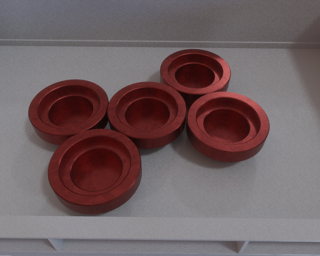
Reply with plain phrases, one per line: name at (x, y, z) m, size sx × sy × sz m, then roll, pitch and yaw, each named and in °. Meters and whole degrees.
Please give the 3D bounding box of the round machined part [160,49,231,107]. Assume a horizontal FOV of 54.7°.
round machined part at (0.050, -0.068, 0.448) m, size 0.099 × 0.042 × 0.098 m, roll 0°, pitch 50°, yaw 0°

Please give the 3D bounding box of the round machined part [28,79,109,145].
round machined part at (-0.114, -0.016, 0.403) m, size 0.099 × 0.042 × 0.098 m, roll 0°, pitch 50°, yaw 0°

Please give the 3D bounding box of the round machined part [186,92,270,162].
round machined part at (0.082, 0.003, 0.389) m, size 0.099 × 0.042 × 0.098 m, roll 0°, pitch 50°, yaw 0°

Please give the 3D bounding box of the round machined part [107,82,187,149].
round machined part at (-0.016, -0.012, 0.399) m, size 0.099 × 0.042 × 0.098 m, roll 0°, pitch 50°, yaw 0°

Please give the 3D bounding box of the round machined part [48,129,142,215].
round machined part at (-0.069, 0.051, 0.346) m, size 0.099 × 0.042 × 0.098 m, roll 0°, pitch 50°, yaw 0°
